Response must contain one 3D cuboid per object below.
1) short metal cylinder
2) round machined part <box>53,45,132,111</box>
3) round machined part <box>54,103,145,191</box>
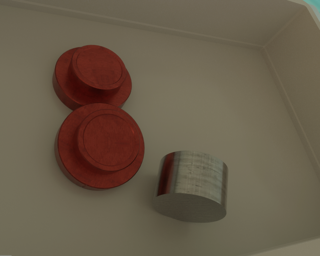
[{"bbox_3d":[0.035,0.068,0.349,0.080,0.080,0.050,23,53,-15],"label":"short metal cylinder"},{"bbox_3d":[-0.081,-0.066,0.392,0.099,0.042,0.098,14,56,-21],"label":"round machined part"},{"bbox_3d":[-0.061,0.018,0.340,0.099,0.042,0.098,9,70,-26],"label":"round machined part"}]
